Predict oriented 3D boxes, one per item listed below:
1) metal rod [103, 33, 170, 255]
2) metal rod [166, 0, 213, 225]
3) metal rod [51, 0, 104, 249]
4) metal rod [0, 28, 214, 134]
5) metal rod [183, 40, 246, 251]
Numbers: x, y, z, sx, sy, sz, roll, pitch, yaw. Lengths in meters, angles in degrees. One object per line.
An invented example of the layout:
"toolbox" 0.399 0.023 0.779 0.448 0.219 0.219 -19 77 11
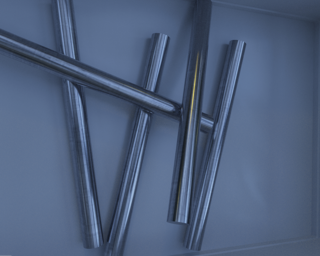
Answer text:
"metal rod" -0.030 0.024 0.400 0.025 0.025 0.298 14 85 -20
"metal rod" 0.040 -0.038 0.377 0.025 0.025 0.299 18 65 -20
"metal rod" -0.099 -0.005 0.374 0.025 0.025 0.298 -8 93 -20
"metal rod" -0.070 -0.054 0.357 0.302 0.025 0.025 21 83 -19
"metal rod" 0.079 0.021 0.441 0.025 0.025 0.298 15 85 -20
